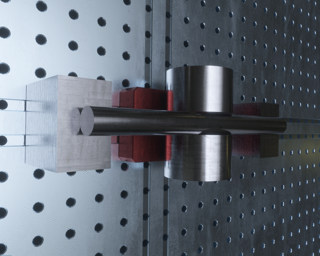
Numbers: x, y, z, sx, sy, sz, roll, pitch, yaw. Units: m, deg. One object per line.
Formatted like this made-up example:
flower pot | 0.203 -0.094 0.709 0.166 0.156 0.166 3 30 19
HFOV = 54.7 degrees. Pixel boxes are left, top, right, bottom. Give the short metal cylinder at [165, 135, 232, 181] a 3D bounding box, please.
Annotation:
short metal cylinder | 0.046 0.032 0.372 0.081 0.080 0.050 1 90 -40

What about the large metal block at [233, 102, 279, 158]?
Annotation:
large metal block | 0.136 0.003 0.485 0.050 0.080 0.080 1 90 -40

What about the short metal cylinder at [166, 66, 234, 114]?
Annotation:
short metal cylinder | 0.048 -0.043 0.374 0.081 0.080 0.050 1 90 -40

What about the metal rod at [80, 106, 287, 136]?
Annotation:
metal rod | 0.056 -0.005 0.351 0.302 0.025 0.025 1 90 -40

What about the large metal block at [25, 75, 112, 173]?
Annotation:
large metal block | -0.089 -0.003 0.297 0.050 0.080 0.080 1 90 -40

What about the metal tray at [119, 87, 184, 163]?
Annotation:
metal tray | 0.009 -0.003 0.413 0.131 0.030 0.089 2 89 -40
